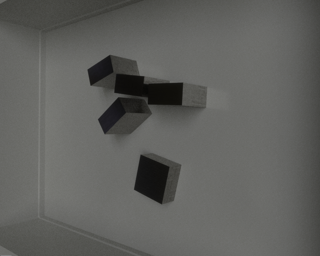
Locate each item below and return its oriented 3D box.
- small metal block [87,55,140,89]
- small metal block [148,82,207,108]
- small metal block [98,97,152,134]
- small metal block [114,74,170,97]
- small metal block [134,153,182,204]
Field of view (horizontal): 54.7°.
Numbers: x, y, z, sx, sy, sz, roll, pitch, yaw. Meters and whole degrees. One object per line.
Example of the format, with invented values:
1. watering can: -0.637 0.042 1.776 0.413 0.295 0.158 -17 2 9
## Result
1. small metal block: -0.066 -0.078 0.443 0.050 0.050 0.025 -21 77 38
2. small metal block: 0.021 -0.039 0.371 0.050 0.050 0.025 5 93 39
3. small metal block: -0.048 -0.016 0.428 0.050 0.050 0.025 -42 65 32
4. small metal block: -0.023 -0.054 0.408 0.050 0.050 0.025 12 98 39
5. small metal block: -0.004 0.065 0.408 0.050 0.025 0.050 18 101 38
